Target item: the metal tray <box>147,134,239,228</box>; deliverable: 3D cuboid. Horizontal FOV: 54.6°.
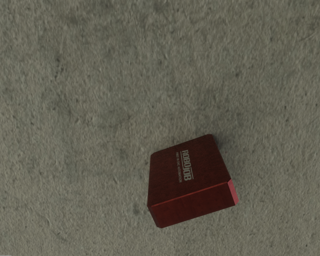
[{"bbox_3d":[0.034,0.057,0.375,0.090,0.130,0.030,-19,109,7],"label":"metal tray"}]
